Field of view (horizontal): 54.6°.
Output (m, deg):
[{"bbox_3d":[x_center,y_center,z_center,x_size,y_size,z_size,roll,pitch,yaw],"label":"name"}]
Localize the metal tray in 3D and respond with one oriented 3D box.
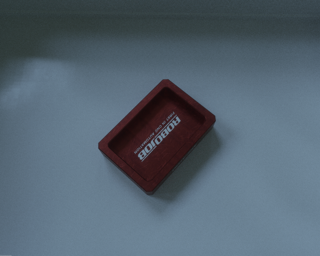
[{"bbox_3d":[-0.003,0.009,0.403,0.090,0.030,0.130,40,75,13],"label":"metal tray"}]
